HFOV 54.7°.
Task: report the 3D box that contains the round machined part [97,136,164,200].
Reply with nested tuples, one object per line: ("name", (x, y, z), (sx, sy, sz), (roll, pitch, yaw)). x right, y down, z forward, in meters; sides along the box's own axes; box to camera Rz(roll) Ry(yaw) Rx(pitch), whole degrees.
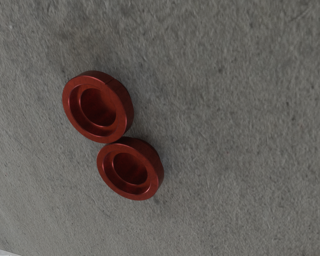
("round machined part", (-0.039, 0.053, 0.448), (0.098, 0.042, 0.097), (13, 124, 20))

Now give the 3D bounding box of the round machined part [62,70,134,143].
("round machined part", (-0.078, -0.031, 0.416), (0.098, 0.042, 0.097), (13, 124, 20))
